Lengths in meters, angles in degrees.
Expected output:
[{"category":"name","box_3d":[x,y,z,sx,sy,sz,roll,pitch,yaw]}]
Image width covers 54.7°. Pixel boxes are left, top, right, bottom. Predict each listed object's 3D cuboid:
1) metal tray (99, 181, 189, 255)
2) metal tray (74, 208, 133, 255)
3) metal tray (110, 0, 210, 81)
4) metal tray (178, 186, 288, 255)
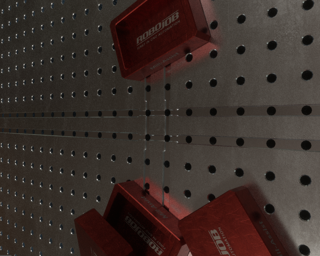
[{"category":"metal tray","box_3d":[-0.024,0.144,0.423,0.130,0.030,0.089,34,111,34]},{"category":"metal tray","box_3d":[-0.076,0.187,0.433,0.090,0.030,0.129,31,134,36]},{"category":"metal tray","box_3d":[-0.006,-0.129,0.408,0.130,0.030,0.090,-23,76,37]},{"category":"metal tray","box_3d":[0.085,0.141,0.335,0.090,0.030,0.130,-42,65,31]}]
